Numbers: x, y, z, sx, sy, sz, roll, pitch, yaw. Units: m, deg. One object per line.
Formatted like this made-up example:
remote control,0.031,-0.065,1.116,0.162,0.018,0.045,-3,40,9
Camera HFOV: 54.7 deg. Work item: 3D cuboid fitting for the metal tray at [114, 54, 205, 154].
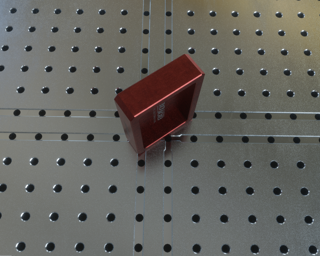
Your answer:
metal tray,0.000,-0.021,0.363,0.090,0.130,0.030,-33,74,-12
